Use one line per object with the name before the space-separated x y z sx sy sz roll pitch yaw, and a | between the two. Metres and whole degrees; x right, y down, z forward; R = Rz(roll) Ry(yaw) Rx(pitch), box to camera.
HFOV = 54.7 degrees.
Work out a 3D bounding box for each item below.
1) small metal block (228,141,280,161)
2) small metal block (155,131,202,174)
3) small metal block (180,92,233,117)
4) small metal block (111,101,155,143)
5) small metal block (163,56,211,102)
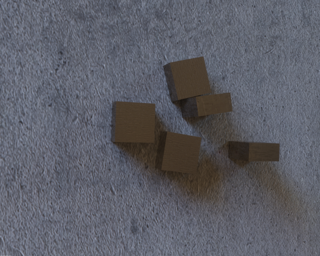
small metal block | 0.134 0.033 0.445 0.050 0.050 0.025 2 90 -20
small metal block | 0.025 0.033 0.418 0.050 0.025 0.050 10 87 -20
small metal block | 0.061 -0.031 0.418 0.050 0.050 0.025 -9 93 -20
small metal block | -0.035 -0.007 0.396 0.050 0.025 0.050 2 89 -20
small metal block | 0.037 -0.067 0.422 0.050 0.025 0.050 -15 95 -20
